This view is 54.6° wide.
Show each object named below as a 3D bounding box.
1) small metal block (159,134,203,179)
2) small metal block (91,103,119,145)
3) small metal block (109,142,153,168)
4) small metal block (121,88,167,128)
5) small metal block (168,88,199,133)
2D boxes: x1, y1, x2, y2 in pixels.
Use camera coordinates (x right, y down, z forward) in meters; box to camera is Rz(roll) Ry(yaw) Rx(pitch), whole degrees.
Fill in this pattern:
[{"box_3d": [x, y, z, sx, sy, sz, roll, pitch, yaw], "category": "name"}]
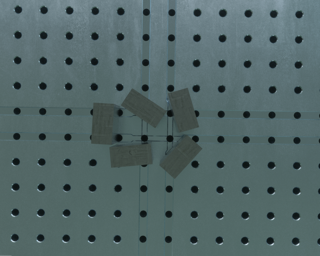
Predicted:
[{"box_3d": [0.026, 0.035, 0.400, 0.025, 0.050, 0.050, 42, 90, 1], "category": "small metal block"}, {"box_3d": [-0.069, -0.005, 0.400, 0.025, 0.050, 0.050, 4, 91, 0], "category": "small metal block"}, {"box_3d": [-0.035, 0.034, 0.400, 0.050, 0.050, 0.025, -5, 90, 0], "category": "small metal block"}, {"box_3d": [-0.020, -0.025, 0.401, 0.050, 0.050, 0.025, 34, 91, -1], "category": "small metal block"}, {"box_3d": [0.029, -0.021, 0.400, 0.025, 0.050, 0.050, -16, 89, 0], "category": "small metal block"}]
